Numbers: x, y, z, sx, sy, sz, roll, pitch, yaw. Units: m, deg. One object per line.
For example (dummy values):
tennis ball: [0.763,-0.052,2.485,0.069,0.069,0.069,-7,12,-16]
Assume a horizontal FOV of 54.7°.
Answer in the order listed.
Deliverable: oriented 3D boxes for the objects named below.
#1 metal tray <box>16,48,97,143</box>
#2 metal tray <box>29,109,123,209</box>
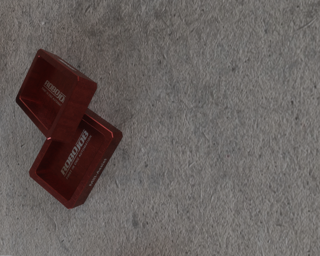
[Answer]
metal tray: [-0.149,-0.048,0.432,0.130,0.030,0.090,35,101,39]
metal tray: [-0.124,0.039,0.449,0.090,0.030,0.129,34,101,16]
